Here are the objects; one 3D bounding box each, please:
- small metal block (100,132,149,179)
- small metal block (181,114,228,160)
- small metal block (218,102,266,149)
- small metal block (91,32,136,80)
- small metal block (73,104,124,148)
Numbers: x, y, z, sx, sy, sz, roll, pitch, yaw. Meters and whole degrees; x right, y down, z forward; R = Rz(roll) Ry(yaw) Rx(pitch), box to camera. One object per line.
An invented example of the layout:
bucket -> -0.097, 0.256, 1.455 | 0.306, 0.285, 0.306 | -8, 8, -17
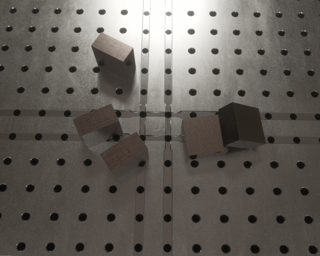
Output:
small metal block -> -0.042, 0.036, 0.385 | 0.050, 0.050, 0.025 | -32, 74, -11
small metal block -> 0.058, 0.012, 0.408 | 0.050, 0.025, 0.050 | -7, 70, -3
small metal block -> 0.106, -0.002, 0.401 | 0.050, 0.025, 0.050 | 9, 66, -34
small metal block -> -0.064, -0.100, 0.434 | 0.050, 0.050, 0.025 | 28, 73, 9
small metal block -> -0.078, -0.001, 0.398 | 0.050, 0.050, 0.025 | -23, 72, -9
